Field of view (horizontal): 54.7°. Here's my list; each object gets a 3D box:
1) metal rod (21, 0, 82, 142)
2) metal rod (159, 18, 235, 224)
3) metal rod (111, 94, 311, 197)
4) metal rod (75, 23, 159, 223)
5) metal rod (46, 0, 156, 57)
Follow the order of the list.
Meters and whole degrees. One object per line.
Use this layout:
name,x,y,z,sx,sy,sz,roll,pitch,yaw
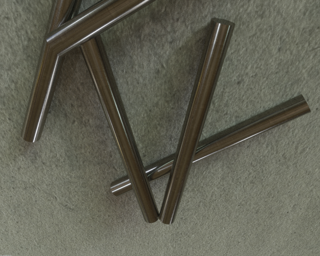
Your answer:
metal rod,-0.108,-0.093,0.325,0.025,0.025,0.298,20,127,-16
metal rod,0.038,0.015,0.395,0.025,0.025,0.298,8,122,-7
metal rod,0.056,0.033,0.435,0.300,0.025,0.025,-27,125,20
metal rod,-0.045,0.017,0.399,0.025,0.025,0.298,-10,123,8
metal rod,0.029,-0.145,0.267,0.300,0.025,0.025,-26,126,14
